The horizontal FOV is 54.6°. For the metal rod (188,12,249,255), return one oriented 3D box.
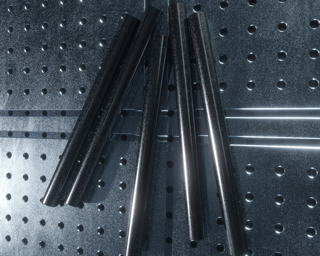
[{"bbox_3d":[0.072,0.004,0.387,0.025,0.025,0.299,-11,86,20],"label":"metal rod"}]

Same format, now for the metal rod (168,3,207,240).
[{"bbox_3d":[0.035,-0.009,0.400,0.025,0.025,0.298,-5,88,20],"label":"metal rod"}]

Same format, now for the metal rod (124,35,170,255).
[{"bbox_3d":[-0.017,0.027,0.419,0.025,0.025,0.298,9,93,20],"label":"metal rod"}]

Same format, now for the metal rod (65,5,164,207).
[{"bbox_3d":[-0.067,-0.024,0.437,0.025,0.025,0.299,27,99,18],"label":"metal rod"}]

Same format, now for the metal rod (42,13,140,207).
[{"bbox_3d":[-0.102,-0.019,0.448,0.025,0.025,0.299,29,99,17],"label":"metal rod"}]
